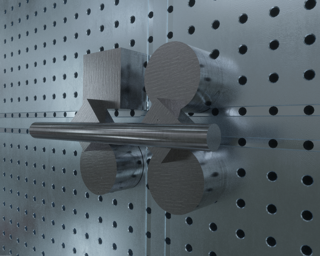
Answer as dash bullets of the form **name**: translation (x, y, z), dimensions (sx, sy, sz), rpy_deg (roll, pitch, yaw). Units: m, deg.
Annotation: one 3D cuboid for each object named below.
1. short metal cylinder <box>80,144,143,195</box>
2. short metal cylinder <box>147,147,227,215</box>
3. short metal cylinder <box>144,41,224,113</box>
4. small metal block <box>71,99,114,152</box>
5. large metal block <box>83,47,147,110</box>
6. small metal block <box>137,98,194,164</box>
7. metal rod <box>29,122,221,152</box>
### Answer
- **short metal cylinder**: translation (-0.071, 0.053, 0.451), dimensions (0.080, 0.050, 0.080), rpy_deg (0, 90, 40)
- **short metal cylinder**: translation (0.032, 0.057, 0.367), dimensions (0.080, 0.050, 0.080), rpy_deg (0, 90, 40)
- **short metal cylinder**: translation (0.028, -0.058, 0.370), dimensions (0.080, 0.050, 0.080), rpy_deg (0, 90, 40)
- **small metal block**: translation (-0.091, -0.004, 0.420), dimensions (0.050, 0.025, 0.050), rpy_deg (-47, 62, 29)
- **large metal block**: translation (-0.066, -0.066, 0.447), dimensions (0.080, 0.050, 0.079), rpy_deg (2, 91, 40)
- **small metal block**: translation (0.007, 0.003, 0.339), dimensions (0.050, 0.025, 0.050), rpy_deg (48, 118, 29)
- **metal rod**: translation (-0.068, 0.006, 0.367), dimensions (0.300, 0.025, 0.025), rpy_deg (1, 91, 40)
